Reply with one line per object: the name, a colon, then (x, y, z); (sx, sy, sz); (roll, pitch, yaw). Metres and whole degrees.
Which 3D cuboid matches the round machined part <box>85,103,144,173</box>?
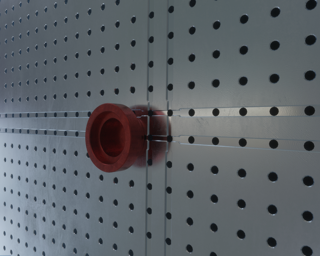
round machined part: (-0.062, 0.014, 0.451); (0.098, 0.042, 0.097); (0, 90, 40)
